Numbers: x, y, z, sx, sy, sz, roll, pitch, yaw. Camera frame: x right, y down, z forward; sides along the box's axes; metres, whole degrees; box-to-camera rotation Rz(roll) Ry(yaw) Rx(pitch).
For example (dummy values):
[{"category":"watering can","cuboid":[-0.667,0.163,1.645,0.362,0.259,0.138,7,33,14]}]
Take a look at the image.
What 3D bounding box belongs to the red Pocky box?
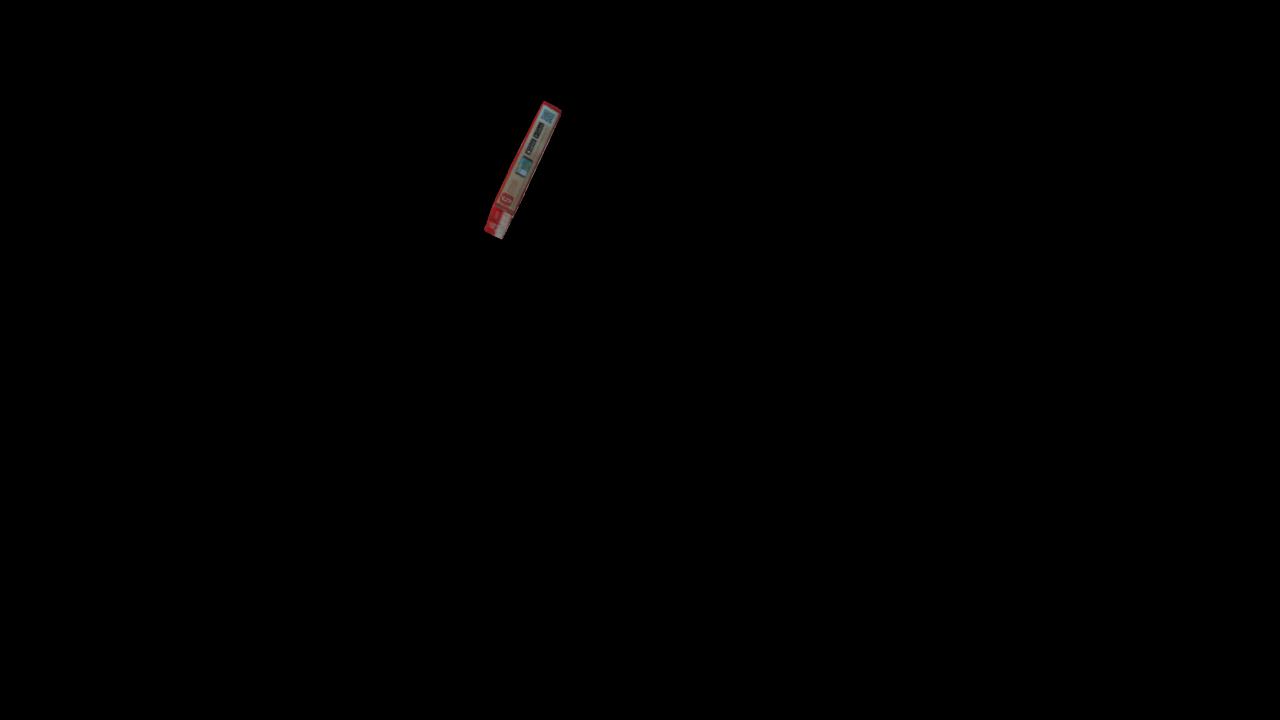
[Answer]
[{"category":"red Pocky box","cuboid":[-0.143,-0.228,0.745,0.028,0.155,0.083,25,-19,-15]}]
